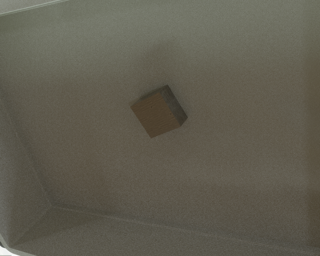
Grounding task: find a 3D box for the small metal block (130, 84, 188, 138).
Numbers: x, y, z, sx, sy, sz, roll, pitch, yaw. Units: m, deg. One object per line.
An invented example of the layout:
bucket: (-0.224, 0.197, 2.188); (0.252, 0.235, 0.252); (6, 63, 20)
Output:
small metal block: (-0.001, -0.020, 0.397); (0.050, 0.025, 0.050); (-23, 106, 36)
